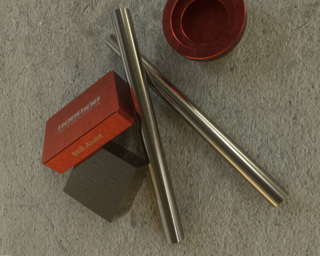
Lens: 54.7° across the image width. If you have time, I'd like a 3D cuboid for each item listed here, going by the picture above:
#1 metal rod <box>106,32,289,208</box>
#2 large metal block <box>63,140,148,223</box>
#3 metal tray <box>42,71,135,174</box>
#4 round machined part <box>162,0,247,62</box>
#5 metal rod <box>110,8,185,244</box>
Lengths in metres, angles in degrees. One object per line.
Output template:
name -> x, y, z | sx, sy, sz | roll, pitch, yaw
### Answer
metal rod -> 0.038, -0.020, 0.395 | 0.300, 0.025, 0.025 | 45, 104, 14
large metal block -> -0.071, 0.067, 0.419 | 0.080, 0.050, 0.080 | 28, 99, 17
metal tray -> -0.098, -0.009, 0.413 | 0.130, 0.030, 0.090 | -34, 41, 16
round machined part -> 0.056, -0.129, 0.380 | 0.098, 0.042, 0.097 | 0, 90, 19
metal rod -> -0.015, -0.001, 0.395 | 0.025, 0.025, 0.298 | -13, 93, 19
